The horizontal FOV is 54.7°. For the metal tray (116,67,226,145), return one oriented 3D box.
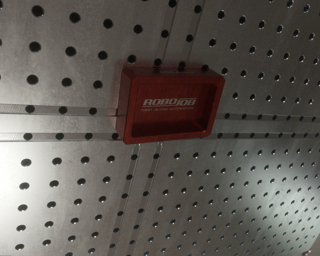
[{"bbox_3d":[0.014,-0.029,0.398,0.131,0.030,0.089,-4,121,-27],"label":"metal tray"}]
